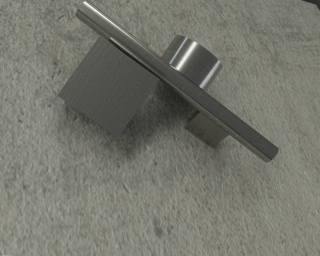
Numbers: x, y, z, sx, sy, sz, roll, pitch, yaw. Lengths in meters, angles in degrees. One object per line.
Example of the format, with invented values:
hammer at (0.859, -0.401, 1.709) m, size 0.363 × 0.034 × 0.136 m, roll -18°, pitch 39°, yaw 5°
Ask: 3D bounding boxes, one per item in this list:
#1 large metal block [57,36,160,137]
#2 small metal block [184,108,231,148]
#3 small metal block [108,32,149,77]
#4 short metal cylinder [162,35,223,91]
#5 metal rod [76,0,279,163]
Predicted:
large metal block at (-0.058, -0.047, 0.365) m, size 0.080 × 0.050 × 0.080 m, roll 35°, pitch 91°, yaw -6°
small metal block at (0.070, -0.006, 0.429) m, size 0.050 × 0.050 × 0.025 m, roll 35°, pitch 51°, yaw -5°
small metal block at (-0.048, -0.096, 0.424) m, size 0.025 × 0.050 × 0.050 m, roll 44°, pitch 51°, yaw 1°
short metal cylinder at (0.041, -0.087, 0.439) m, size 0.080 × 0.080 × 0.050 m, roll 34°, pitch 93°, yaw -7°
metal rod at (0.025, -0.056, 0.390) m, size 0.301 × 0.025 × 0.025 m, roll 37°, pitch 51°, yaw -4°
